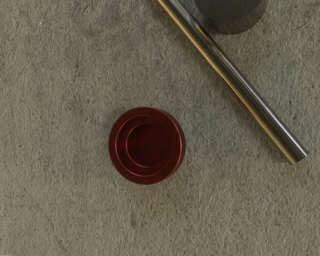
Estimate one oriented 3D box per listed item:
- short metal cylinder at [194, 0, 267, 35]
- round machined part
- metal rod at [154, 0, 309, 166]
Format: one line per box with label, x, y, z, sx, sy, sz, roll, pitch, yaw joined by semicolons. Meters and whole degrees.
short metal cylinder;0.084;-0.157;0.366;0.080;0.050;0.079;0;90;19
round machined part;-0.014;0.022;0.404;0.098;0.042;0.097;0;90;19
metal rod;0.072;-0.082;0.383;0.025;0.025;0.299;-40;78;15
